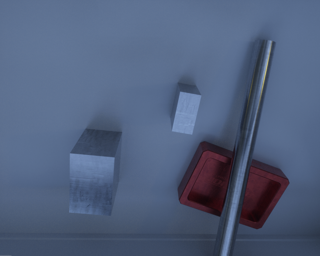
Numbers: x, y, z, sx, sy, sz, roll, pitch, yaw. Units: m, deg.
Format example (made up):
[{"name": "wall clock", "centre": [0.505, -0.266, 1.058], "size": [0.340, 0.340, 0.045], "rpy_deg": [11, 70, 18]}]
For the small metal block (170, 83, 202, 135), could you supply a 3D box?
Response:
[{"name": "small metal block", "centre": [0.031, -0.026, 0.389], "size": [0.025, 0.050, 0.050], "rpy_deg": [10, 110, -4]}]

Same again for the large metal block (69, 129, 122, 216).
[{"name": "large metal block", "centre": [-0.081, 0.054, 0.401], "size": [0.050, 0.080, 0.079], "rpy_deg": [6, 110, -3]}]

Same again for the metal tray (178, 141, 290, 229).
[{"name": "metal tray", "centre": [0.102, 0.083, 0.440], "size": [0.131, 0.030, 0.089], "rpy_deg": [20, 109, -8]}]

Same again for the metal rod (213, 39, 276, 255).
[{"name": "metal rod", "centre": [0.105, 0.041, 0.396], "size": [0.025, 0.025, 0.298], "rpy_deg": [9, 98, -4]}]
